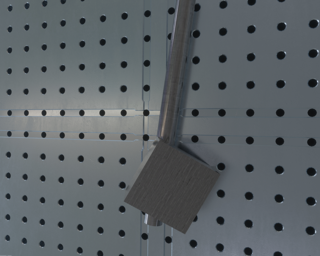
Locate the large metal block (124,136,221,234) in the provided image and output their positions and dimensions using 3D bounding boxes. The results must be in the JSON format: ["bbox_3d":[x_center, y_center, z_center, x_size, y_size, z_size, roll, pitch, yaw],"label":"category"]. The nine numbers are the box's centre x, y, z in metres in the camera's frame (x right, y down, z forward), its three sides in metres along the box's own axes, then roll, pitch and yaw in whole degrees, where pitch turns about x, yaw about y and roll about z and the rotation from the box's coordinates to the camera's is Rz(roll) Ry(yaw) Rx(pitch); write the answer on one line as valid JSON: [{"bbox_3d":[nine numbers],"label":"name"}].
[{"bbox_3d":[0.013,0.066,0.375,0.080,0.050,0.080,30,91,-5],"label":"large metal block"}]

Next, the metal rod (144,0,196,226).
[{"bbox_3d":[0.013,-0.020,0.407,0.025,0.025,0.298,9,93,19],"label":"metal rod"}]
